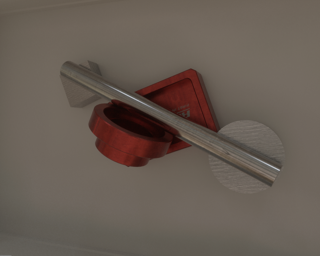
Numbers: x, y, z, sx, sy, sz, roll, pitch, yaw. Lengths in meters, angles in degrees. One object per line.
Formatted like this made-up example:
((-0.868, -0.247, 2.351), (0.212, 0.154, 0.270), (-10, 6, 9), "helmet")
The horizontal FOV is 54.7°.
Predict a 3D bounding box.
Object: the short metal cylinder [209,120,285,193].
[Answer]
((0.101, 0.031, 0.360), (0.080, 0.050, 0.079), (0, 90, 19), "short metal cylinder")

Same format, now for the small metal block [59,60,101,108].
((-0.110, -0.062, 0.446), (0.050, 0.025, 0.050), (-23, 83, 18), "small metal block")

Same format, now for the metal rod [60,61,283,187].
((-0.006, -0.016, 0.367), (0.300, 0.025, 0.025), (28, 99, 24), "metal rod")

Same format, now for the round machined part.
((-0.038, 0.011, 0.369), (0.098, 0.098, 0.042), (29, 107, 17), "round machined part")

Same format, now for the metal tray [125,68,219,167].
((0.003, -0.011, 0.404), (0.130, 0.030, 0.090), (-20, 84, 18), "metal tray")
